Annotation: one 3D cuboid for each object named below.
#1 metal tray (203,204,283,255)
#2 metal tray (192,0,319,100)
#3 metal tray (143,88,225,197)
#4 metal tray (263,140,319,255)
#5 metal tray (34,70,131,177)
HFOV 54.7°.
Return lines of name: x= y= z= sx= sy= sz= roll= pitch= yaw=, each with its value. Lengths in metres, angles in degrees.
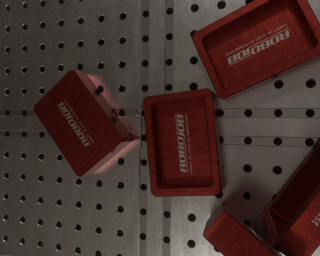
metal tray: x=0.091 y=0.123 z=0.322 sx=0.090 sy=0.130 sz=0.030 roll=40 pitch=88 yaw=15
metal tray: x=0.115 y=-0.099 z=0.369 sx=0.130 sy=0.030 sz=0.090 roll=-25 pitch=82 yaw=17
metal tray: x=0.030 y=0.020 z=0.398 sx=0.090 sy=0.030 sz=0.129 roll=-6 pitch=88 yaw=19
metal tray: x=0.162 y=0.064 z=0.319 sx=0.030 sy=0.090 sz=0.129 roll=34 pitch=101 yaw=7
metal tray: x=-0.114 y=-0.007 z=0.449 sx=0.090 sy=0.030 sz=0.130 roll=-40 pitch=78 yaw=15
